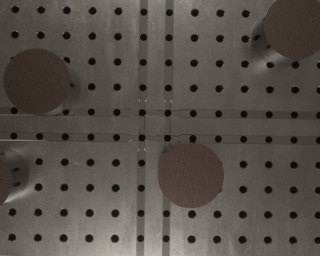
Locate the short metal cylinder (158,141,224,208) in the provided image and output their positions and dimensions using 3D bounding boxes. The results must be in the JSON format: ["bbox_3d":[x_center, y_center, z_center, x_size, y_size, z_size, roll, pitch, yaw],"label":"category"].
[{"bbox_3d":[0.038,0.058,0.401,0.081,0.050,0.079,0,90,-1],"label":"short metal cylinder"}]

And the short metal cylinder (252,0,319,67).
[{"bbox_3d":[0.167,-0.124,0.403,0.081,0.050,0.079,0,90,-1],"label":"short metal cylinder"}]

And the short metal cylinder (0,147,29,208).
[{"bbox_3d":[-0.220,0.065,0.398,0.081,0.050,0.079,0,90,-1],"label":"short metal cylinder"}]

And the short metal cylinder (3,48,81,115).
[{"bbox_3d":[-0.149,-0.057,0.399,0.081,0.050,0.079,0,90,-1],"label":"short metal cylinder"}]
